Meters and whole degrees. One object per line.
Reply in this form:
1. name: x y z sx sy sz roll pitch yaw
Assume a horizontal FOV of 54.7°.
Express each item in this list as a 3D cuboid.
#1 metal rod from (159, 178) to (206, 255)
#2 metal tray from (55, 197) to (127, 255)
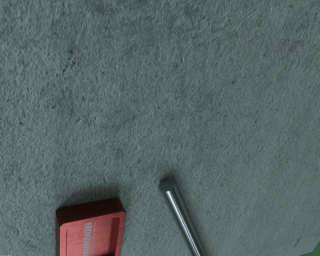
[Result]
1. metal rod: 0.054 0.195 0.556 0.025 0.025 0.299 -29 129 -10
2. metal tray: -0.102 0.167 0.450 0.091 0.030 0.129 -5 121 -26
